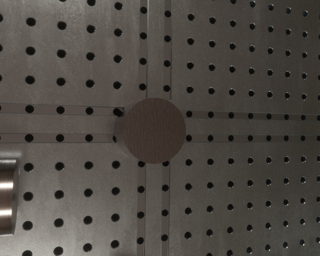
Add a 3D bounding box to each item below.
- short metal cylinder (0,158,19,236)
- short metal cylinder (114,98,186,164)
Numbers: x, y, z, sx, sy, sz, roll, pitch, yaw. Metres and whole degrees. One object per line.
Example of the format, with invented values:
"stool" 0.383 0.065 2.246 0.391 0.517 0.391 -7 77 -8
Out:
"short metal cylinder" -0.176 0.071 0.319 0.050 0.080 0.079 2 90 -20
"short metal cylinder" -0.014 0.003 0.395 0.081 0.050 0.079 0 90 -21
